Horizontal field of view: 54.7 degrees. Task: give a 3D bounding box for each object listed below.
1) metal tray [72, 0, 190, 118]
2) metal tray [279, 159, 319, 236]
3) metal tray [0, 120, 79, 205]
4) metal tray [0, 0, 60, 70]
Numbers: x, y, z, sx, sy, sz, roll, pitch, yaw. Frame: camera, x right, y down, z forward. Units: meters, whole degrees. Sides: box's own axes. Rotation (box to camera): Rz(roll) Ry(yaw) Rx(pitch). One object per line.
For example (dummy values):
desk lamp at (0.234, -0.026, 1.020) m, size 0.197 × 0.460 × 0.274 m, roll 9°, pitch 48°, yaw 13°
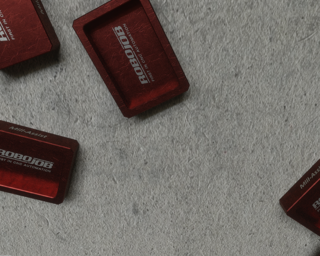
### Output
metal tray at (-0.031, -0.088, 0.374) m, size 0.090 × 0.030 × 0.130 m, roll -25°, pitch 108°, yaw 9°
metal tray at (0.250, 0.091, 0.442) m, size 0.090 × 0.030 × 0.129 m, roll 34°, pitch 106°, yaw -12°
metal tray at (-0.186, 0.046, 0.421) m, size 0.131 × 0.030 × 0.089 m, roll 15°, pitch 109°, yaw -6°
metal tray at (-0.186, -0.138, 0.354) m, size 0.090 × 0.030 × 0.129 m, roll -18°, pitch 109°, yaw 6°
